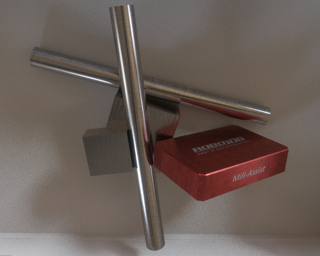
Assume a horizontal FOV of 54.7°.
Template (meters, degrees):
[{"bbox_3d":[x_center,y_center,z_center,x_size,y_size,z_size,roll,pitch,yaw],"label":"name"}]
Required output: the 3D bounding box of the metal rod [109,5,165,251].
[{"bbox_3d":[-0.022,0.016,0.362,0.025,0.025,0.298,-6,110,2],"label":"metal rod"}]

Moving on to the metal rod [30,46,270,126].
[{"bbox_3d":[-0.007,-0.051,0.392,0.302,0.025,0.025,14,110,-6],"label":"metal rod"}]

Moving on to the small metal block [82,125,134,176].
[{"bbox_3d":[-0.059,0.026,0.365,0.050,0.025,0.050,-6,110,1],"label":"small metal block"}]

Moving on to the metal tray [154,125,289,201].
[{"bbox_3d":[0.070,0.034,0.360,0.131,0.090,0.030,-11,114,-30],"label":"metal tray"}]

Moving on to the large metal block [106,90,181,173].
[{"bbox_3d":[-0.026,0.002,0.397,0.080,0.050,0.079,17,109,-7],"label":"large metal block"}]
